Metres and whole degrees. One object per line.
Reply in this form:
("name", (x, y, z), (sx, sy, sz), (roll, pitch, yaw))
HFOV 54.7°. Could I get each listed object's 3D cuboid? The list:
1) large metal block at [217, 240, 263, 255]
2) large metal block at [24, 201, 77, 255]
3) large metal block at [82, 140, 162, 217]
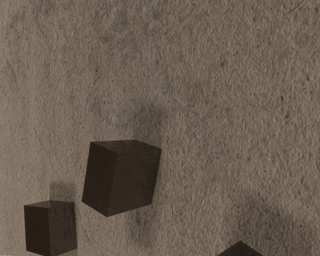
("large metal block", (0.086, 0.164, 0.297), (0.080, 0.081, 0.050), (28, 107, 36))
("large metal block", (-0.193, 0.174, 0.545), (0.080, 0.050, 0.080), (-8, 85, 39))
("large metal block", (-0.049, 0.061, 0.408), (0.050, 0.081, 0.079), (17, 101, 38))
